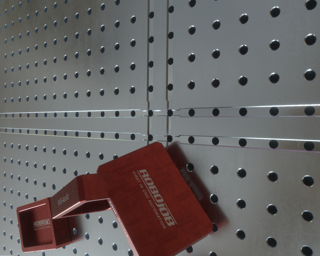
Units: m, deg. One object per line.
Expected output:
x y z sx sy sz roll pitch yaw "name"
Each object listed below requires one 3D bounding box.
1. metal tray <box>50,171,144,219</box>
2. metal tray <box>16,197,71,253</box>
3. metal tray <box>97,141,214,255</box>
-0.085 0.091 0.416 0.129 0.091 0.030 -36 61 50 "metal tray"
-0.226 0.185 0.594 0.130 0.030 0.090 -22 76 38 "metal tray"
-0.009 0.089 0.374 0.130 0.091 0.030 57 156 24 "metal tray"
